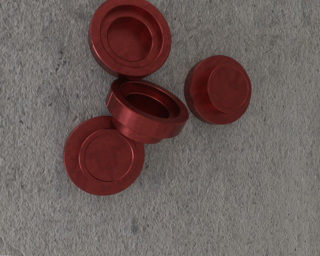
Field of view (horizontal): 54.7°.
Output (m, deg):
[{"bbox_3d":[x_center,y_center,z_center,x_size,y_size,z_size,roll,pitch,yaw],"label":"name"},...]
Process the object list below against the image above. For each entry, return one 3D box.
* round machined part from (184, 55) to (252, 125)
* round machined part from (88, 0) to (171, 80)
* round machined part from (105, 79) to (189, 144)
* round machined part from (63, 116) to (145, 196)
[{"bbox_3d":[0.087,-0.053,0.432,0.099,0.042,0.097,0,90,-20],"label":"round machined part"},{"bbox_3d":[-0.039,-0.107,0.383,0.099,0.042,0.097,2,85,-20],"label":"round machined part"},{"bbox_3d":[-0.019,-0.018,0.373,0.099,0.098,0.042,15,121,-19],"label":"round machined part"},{"bbox_3d":[-0.065,0.034,0.376,0.099,0.042,0.097,0,90,-20],"label":"round machined part"}]
